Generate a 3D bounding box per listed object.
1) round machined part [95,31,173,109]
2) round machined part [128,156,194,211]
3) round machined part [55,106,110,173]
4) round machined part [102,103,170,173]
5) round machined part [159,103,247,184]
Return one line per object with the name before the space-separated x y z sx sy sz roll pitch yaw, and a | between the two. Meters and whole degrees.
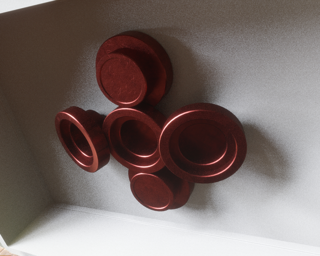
round machined part | -0.038 -0.064 0.376 0.098 0.042 0.097 13 124 21
round machined part | -0.004 0.081 0.448 0.098 0.042 0.097 13 124 21
round machined part | -0.104 0.012 0.448 0.098 0.042 0.097 28 135 32
round machined part | -0.024 0.009 0.413 0.098 0.042 0.097 13 124 21
round machined part | 0.050 0.014 0.367 0.098 0.042 0.097 4 118 7
